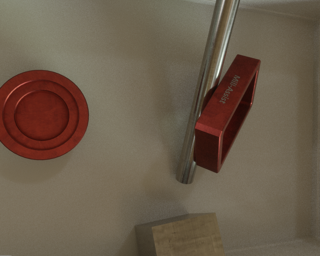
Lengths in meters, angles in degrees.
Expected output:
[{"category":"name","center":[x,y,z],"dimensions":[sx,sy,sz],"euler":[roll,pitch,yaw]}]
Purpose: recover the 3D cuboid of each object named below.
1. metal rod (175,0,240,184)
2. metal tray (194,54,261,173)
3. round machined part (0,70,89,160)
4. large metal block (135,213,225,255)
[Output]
[{"category":"metal rod","center":[0.059,-0.064,0.367],"dimensions":[0.025,0.025,0.298],"euler":[1,115,-20]},{"category":"metal tray","center":[0.086,-0.019,0.393],"dimensions":[0.030,0.090,0.130],"euler":[21,59,22]},{"category":"round machined part","center":[-0.134,-0.014,0.352],"dimensions":[0.099,0.042,0.097],"euler":[0,90,-21]},{"category":"large metal block","center":[0.021,0.139,0.385],"dimensions":[0.081,0.080,0.050],"euler":[-6,76,-20]}]
